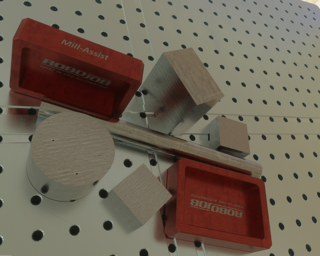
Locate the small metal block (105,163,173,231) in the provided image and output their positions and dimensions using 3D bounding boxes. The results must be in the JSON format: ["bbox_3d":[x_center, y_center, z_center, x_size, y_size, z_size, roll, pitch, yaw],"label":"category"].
[{"bbox_3d":[-0.023,0.077,0.349,0.050,0.025,0.050,48,51,5],"label":"small metal block"}]

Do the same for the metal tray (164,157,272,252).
[{"bbox_3d":[0.073,0.096,0.384,0.131,0.030,0.090,17,55,-19],"label":"metal tray"}]

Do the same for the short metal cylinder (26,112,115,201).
[{"bbox_3d":[-0.093,0.030,0.322,0.081,0.050,0.080,14,56,-21],"label":"short metal cylinder"}]

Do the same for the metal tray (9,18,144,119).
[{"bbox_3d":[-0.095,-0.059,0.350,0.131,0.090,0.030,17,55,-19],"label":"metal tray"}]

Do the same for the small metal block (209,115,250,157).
[{"bbox_3d":[0.101,0.015,0.453,0.050,0.025,0.050,16,55,-19],"label":"small metal block"}]

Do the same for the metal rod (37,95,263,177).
[{"bbox_3d":[0.002,0.019,0.397,0.302,0.025,0.025,18,55,-18],"label":"metal rod"}]

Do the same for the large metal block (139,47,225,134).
[{"bbox_3d":[0.026,-0.048,0.418,0.050,0.080,0.080,-20,73,-36],"label":"large metal block"}]
